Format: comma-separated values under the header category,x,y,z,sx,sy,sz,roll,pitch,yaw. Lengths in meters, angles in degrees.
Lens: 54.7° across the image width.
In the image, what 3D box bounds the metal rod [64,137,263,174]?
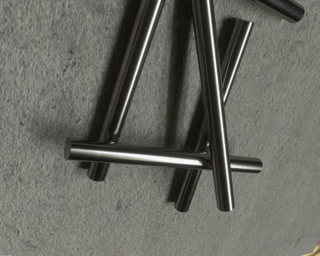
category,x,y,z,sx,sy,sz,roll,pitch,yaw
metal rod,0.027,0.041,0.412,0.302,0.025,0.025,9,114,-32

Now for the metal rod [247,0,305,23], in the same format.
category,x,y,z,sx,sy,sz,roll,pitch,yaw
metal rod,0.063,-0.161,0.316,0.302,0.025,0.025,4,117,-39

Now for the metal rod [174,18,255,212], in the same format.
category,x,y,z,sx,sy,sz,roll,pitch,yaw
metal rod,0.070,-0.002,0.443,0.025,0.025,0.298,0,118,-29

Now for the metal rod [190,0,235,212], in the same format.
category,x,y,z,sx,sy,sz,roll,pitch,yaw
metal rod,0.068,-0.025,0.386,0.025,0.025,0.298,-18,113,-18

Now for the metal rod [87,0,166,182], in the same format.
category,x,y,z,sx,sy,sz,roll,pitch,yaw
metal rod,-0.032,-0.068,0.346,0.025,0.025,0.298,7,115,-32
